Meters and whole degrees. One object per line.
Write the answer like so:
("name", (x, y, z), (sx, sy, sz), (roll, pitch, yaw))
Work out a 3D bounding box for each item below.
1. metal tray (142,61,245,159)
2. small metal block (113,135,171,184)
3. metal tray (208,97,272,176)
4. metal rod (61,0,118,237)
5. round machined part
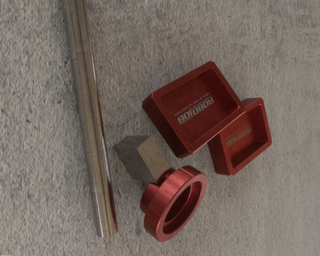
("metal tray", (0.050, -0.029, 0.425), (0.131, 0.030, 0.090), (-34, 89, -35))
("small metal block", (-0.022, 0.036, 0.371), (0.025, 0.050, 0.050), (-42, 114, -32))
("metal tray", (0.134, 0.011, 0.516), (0.131, 0.030, 0.089), (-28, 108, -37))
("metal rod", (-0.078, -0.027, 0.340), (0.025, 0.025, 0.298), (-12, 98, -40))
("round machined part", (0.013, 0.089, 0.389), (0.099, 0.042, 0.097), (-36, 143, -34))
